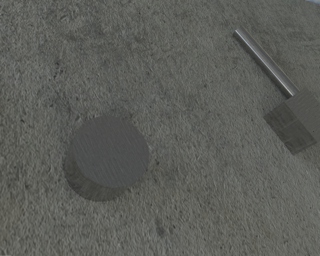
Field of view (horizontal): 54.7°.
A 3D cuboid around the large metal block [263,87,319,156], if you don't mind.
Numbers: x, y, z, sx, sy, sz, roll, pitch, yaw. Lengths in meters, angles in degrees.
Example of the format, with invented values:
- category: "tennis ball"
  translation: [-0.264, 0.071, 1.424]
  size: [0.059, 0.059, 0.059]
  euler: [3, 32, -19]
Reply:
- category: "large metal block"
  translation: [0.236, -0.012, 0.522]
  size: [0.081, 0.050, 0.080]
  euler: [-27, 77, -37]

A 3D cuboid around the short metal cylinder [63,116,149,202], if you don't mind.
- category: "short metal cylinder"
  translation: [-0.059, 0.034, 0.336]
  size: [0.081, 0.050, 0.080]
  euler: [14, 56, -21]

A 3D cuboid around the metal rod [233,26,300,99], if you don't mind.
- category: "metal rod"
  translation: [0.241, -0.072, 0.577]
  size: [0.025, 0.025, 0.300]
  euler: [-31, 79, -38]
